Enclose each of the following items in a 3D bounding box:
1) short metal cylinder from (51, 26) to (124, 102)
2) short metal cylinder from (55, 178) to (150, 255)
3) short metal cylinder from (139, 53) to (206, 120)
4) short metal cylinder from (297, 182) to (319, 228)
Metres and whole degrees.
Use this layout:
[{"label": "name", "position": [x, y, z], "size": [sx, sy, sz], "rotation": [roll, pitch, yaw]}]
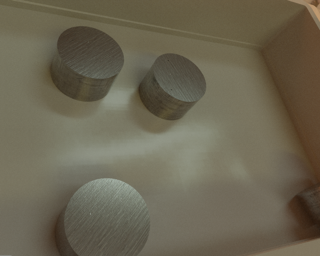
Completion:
[{"label": "short metal cylinder", "position": [-0.092, -0.080, 0.390], "size": [0.081, 0.050, 0.080], "rotation": [14, 56, -21]}, {"label": "short metal cylinder", "position": [-0.056, 0.095, 0.302], "size": [0.081, 0.050, 0.080], "rotation": [14, 56, -21]}, {"label": "short metal cylinder", "position": [0.017, -0.057, 0.436], "size": [0.081, 0.050, 0.080], "rotation": [14, 56, -21]}, {"label": "short metal cylinder", "position": [0.248, 0.102, 0.445], "size": [0.081, 0.080, 0.050], "rotation": [-14, 69, -34]}]
